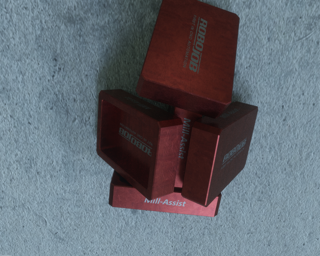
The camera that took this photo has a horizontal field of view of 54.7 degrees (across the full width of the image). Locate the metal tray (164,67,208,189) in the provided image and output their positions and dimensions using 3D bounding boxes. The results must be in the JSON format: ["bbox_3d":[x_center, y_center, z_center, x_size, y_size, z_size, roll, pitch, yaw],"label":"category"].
[{"bbox_3d":[0.026,-0.004,0.375,0.030,0.090,0.129,7,110,-3],"label":"metal tray"}]

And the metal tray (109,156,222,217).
[{"bbox_3d":[0.006,0.070,0.402,0.131,0.090,0.030,7,110,-3],"label":"metal tray"}]

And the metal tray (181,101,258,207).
[{"bbox_3d":[0.075,0.024,0.368,0.030,0.131,0.089,18,113,29],"label":"metal tray"}]

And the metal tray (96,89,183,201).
[{"bbox_3d":[-0.031,0.013,0.364,0.030,0.130,0.089,-9,115,-36],"label":"metal tray"}]

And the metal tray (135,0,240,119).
[{"bbox_3d":[0.034,-0.082,0.332,0.091,0.130,0.030,17,150,-7],"label":"metal tray"}]
